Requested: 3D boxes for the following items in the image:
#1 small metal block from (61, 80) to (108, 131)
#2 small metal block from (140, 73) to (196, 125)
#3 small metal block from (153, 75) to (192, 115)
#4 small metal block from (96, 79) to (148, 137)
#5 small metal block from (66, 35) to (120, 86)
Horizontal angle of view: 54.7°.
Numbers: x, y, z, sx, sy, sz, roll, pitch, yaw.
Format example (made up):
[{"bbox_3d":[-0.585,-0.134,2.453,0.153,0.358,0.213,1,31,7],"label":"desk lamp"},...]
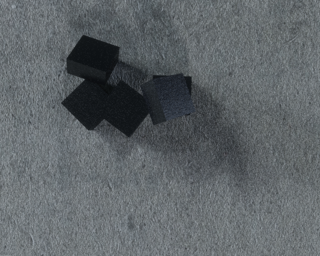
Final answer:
[{"bbox_3d":[-0.092,-0.032,0.409,0.050,0.025,0.050,-45,91,0],"label":"small metal block"},{"bbox_3d":[0.010,-0.035,0.374,0.050,0.025,0.050,-19,90,-40],"label":"small metal block"},{"bbox_3d":[0.015,-0.043,0.411,0.050,0.025,0.050,2,90,-1],"label":"small metal block"},{"bbox_3d":[-0.042,-0.024,0.384,0.050,0.025,0.050,38,90,-1],"label":"small metal block"},{"bbox_3d":[-0.085,-0.088,0.398,0.050,0.025,0.050,19,53,-1],"label":"small metal block"}]
